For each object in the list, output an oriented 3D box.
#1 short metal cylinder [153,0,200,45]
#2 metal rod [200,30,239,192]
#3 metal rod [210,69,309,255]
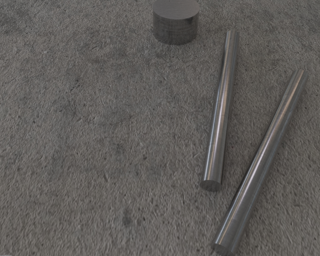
[{"bbox_3d":[0.028,-0.191,0.548,0.081,0.050,0.080,0,50,0],"label":"short metal cylinder"},{"bbox_3d":[0.091,-0.047,0.442,0.025,0.025,0.300,10,51,8],"label":"metal rod"},{"bbox_3d":[0.137,0.021,0.386,0.025,0.025,0.301,24,54,19],"label":"metal rod"}]
